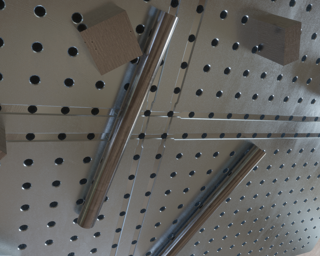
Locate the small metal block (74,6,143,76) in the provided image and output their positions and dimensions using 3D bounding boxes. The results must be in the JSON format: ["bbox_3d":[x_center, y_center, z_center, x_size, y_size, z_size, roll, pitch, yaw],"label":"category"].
[{"bbox_3d":[-0.053,-0.091,0.326,0.050,0.025,0.050,-30,129,-10],"label":"small metal block"}]

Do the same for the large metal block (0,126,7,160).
[{"bbox_3d":[-0.209,0.017,0.291,0.080,0.050,0.080,-41,130,0],"label":"large metal block"}]

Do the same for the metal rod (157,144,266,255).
[{"bbox_3d":[0.077,0.151,0.545,0.025,0.025,0.299,33,100,-38],"label":"metal rod"}]

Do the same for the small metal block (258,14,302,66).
[{"bbox_3d":[0.156,-0.116,0.408,0.025,0.050,0.050,-24,127,-14],"label":"small metal block"}]

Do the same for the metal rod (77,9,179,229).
[{"bbox_3d":[-0.047,0.004,0.387,0.025,0.025,0.298,11,113,-33],"label":"metal rod"}]
